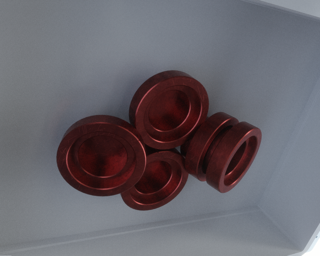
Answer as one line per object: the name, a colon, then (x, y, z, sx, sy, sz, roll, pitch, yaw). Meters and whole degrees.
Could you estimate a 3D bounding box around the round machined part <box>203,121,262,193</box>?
round machined part: (0.091, 0.034, 0.416, 0.099, 0.042, 0.097, -33, 140, -34)

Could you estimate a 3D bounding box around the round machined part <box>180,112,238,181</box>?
round machined part: (0.066, 0.021, 0.431, 0.099, 0.042, 0.097, -33, 139, -34)

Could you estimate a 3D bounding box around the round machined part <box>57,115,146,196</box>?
round machined part: (-0.066, 0.028, 0.364, 0.099, 0.042, 0.097, -2, 116, -4)

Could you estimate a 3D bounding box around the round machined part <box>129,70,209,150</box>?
round machined part: (0.008, -0.025, 0.383, 0.099, 0.042, 0.097, -14, 124, -21)

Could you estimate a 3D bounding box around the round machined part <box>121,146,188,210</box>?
round machined part: (-0.013, 0.062, 0.426, 0.099, 0.042, 0.097, -14, 124, -21)
